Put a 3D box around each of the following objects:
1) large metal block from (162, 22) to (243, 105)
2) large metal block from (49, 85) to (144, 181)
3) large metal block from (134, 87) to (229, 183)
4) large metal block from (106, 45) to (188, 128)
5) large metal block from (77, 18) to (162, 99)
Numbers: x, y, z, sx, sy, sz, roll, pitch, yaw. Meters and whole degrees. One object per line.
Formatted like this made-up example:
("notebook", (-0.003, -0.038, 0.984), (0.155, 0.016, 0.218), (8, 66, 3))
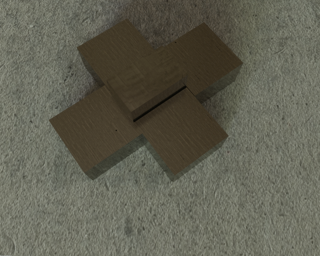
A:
("large metal block", (0.052, -0.084, 0.426), (0.080, 0.050, 0.080), (-35, 74, -12))
("large metal block", (-0.077, 0.007, 0.392), (0.080, 0.050, 0.080), (-35, 74, -12))
("large metal block", (0.025, 0.010, 0.392), (0.080, 0.050, 0.080), (-35, 74, -12))
("large metal block", (-0.015, -0.045, 0.396), (0.080, 0.080, 0.050), (-35, 74, -12))
("large metal block", (-0.053, -0.089, 0.427), (0.080, 0.050, 0.080), (-35, 74, -12))
